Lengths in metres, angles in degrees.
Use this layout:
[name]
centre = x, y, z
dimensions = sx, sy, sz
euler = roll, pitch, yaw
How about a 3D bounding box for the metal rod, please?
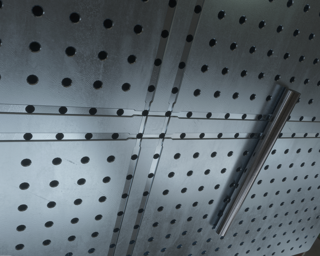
[metal rod]
centre = 0.165, 0.071, 0.548
dimensions = 0.025, 0.025, 0.298
euler = 6, 116, -32
